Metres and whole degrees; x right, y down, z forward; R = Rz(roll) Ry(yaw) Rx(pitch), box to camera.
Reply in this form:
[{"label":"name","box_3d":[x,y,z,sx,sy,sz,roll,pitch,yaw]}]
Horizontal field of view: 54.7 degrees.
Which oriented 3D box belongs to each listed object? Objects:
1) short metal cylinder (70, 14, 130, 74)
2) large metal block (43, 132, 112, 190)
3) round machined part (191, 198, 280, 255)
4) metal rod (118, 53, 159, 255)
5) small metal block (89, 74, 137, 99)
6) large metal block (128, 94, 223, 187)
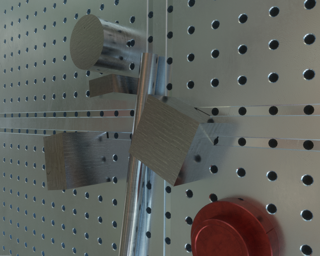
[{"label":"short metal cylinder","box_3d":[-0.091,-0.125,0.469,0.080,0.050,0.079,0,90,40]},{"label":"large metal block","box_3d":[-0.126,0.049,0.478,0.050,0.081,0.080,-12,83,39]},{"label":"round machined part","box_3d":[0.074,0.129,0.338,0.098,0.042,0.097,0,90,40]},{"label":"metal rod","box_3d":[-0.031,0.047,0.435,0.025,0.025,0.298,12,97,39]},{"label":"small metal block","box_3d":[-0.066,-0.058,0.448,0.050,0.050,0.025,-7,86,40]},{"label":"large metal block","box_3d":[0.017,0.013,0.379,0.080,0.050,0.079,32,110,35]}]
